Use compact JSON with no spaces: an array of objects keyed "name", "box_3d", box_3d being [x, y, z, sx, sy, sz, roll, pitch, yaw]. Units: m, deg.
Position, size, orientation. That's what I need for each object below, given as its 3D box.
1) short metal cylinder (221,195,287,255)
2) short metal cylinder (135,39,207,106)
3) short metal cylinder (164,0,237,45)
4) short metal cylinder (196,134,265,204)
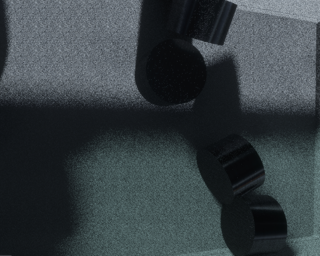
[{"name":"short metal cylinder","box_3d":[0.127,0.133,0.428,0.050,0.080,0.080,5,88,-20]},{"name":"short metal cylinder","box_3d":[0.013,-0.069,0.402,0.081,0.050,0.080,0,90,-20]},{"name":"short metal cylinder","box_3d":[0.050,-0.142,0.392,0.081,0.080,0.050,9,113,-20]},{"name":"short metal cylinder","box_3d":[0.093,0.054,0.415,0.050,0.080,0.080,-25,98,-18]}]
